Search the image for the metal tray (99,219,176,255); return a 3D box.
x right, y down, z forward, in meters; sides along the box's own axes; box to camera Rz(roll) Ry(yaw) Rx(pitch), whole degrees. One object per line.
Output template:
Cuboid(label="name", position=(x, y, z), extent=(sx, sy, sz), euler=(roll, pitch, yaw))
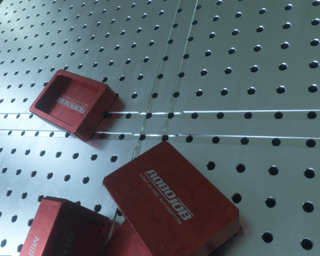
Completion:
Cuboid(label="metal tray", position=(-0.012, 0.165, 0.309), extent=(0.130, 0.030, 0.090), euler=(30, 78, 37))

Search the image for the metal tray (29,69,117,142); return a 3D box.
Cuboid(label="metal tray", position=(-0.143, -0.041, 0.502), extent=(0.130, 0.030, 0.090), euler=(21, 73, 35))

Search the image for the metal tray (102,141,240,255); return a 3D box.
Cuboid(label="metal tray", position=(0.008, 0.079, 0.329), extent=(0.091, 0.030, 0.130), euler=(-31, 45, -17))

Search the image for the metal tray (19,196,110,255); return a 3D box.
Cuboid(label="metal tray", position=(-0.107, 0.149, 0.329), extent=(0.030, 0.090, 0.130), euler=(1, 62, 29))
